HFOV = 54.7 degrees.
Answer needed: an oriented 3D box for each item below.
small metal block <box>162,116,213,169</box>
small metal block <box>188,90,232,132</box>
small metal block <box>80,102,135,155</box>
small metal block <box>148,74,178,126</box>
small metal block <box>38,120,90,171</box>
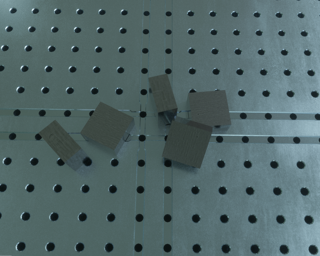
[{"bbox_3d":[0.035,0.017,0.393,0.050,0.025,0.050,17,108,6],"label":"small metal block"},{"bbox_3d":[0.065,-0.022,0.421,0.050,0.025,0.050,-5,70,-2],"label":"small metal block"},{"bbox_3d":[-0.068,0.001,0.411,0.050,0.025,0.050,26,72,9],"label":"small metal block"},{"bbox_3d":[0.003,-0.036,0.412,0.025,0.050,0.050,-14,71,-5],"label":"small metal block"},{"bbox_3d":[-0.118,0.023,0.389,0.025,0.050,0.050,-42,76,-14],"label":"small metal block"}]
